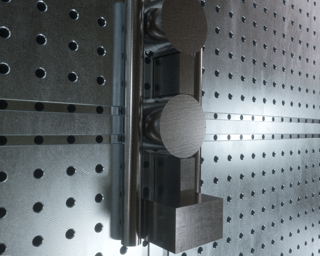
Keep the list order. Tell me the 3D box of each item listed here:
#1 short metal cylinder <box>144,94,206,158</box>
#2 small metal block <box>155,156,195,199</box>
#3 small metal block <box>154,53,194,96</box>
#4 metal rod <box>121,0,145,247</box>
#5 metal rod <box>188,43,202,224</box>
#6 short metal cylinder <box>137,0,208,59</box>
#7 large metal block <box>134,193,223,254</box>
[{"bbox_3d":[0.014,-0.002,0.404,0.081,0.050,0.080,0,90,-40],"label":"short metal cylinder"},{"bbox_3d":[0.019,0.063,0.407,0.025,0.050,0.050,0,90,-40],"label":"small metal block"},{"bbox_3d":[0.018,-0.067,0.406,0.025,0.050,0.050,1,90,-40],"label":"small metal block"},{"bbox_3d":[-0.033,-0.009,0.380,0.025,0.025,0.298,1,89,-40],"label":"metal rod"},{"bbox_3d":[0.048,-0.008,0.448,0.025,0.025,0.298,1,89,-40],"label":"metal rod"},{"bbox_3d":[0.016,-0.132,0.405,0.081,0.050,0.080,0,90,-40],"label":"short metal cylinder"},{"bbox_3d":[0.022,0.112,0.392,0.081,0.080,0.050,1,90,-40],"label":"large metal block"}]
